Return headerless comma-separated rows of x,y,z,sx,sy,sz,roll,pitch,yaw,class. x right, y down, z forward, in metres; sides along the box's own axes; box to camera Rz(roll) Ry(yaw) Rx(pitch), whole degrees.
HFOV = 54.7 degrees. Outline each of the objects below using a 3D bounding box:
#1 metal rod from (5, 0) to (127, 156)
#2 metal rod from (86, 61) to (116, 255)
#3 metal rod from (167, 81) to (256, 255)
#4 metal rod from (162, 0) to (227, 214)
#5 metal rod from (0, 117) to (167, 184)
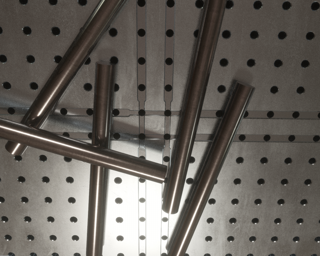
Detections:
-0.107,-0.083,0.381,0.025,0.025,0.299,36,106,-13,metal rod
-0.085,0.059,0.433,0.025,0.025,0.298,6,110,-3,metal rod
0.065,0.079,0.443,0.025,0.025,0.298,16,109,-6,metal rod
0.041,-0.018,0.407,0.025,0.025,0.298,9,110,-4,metal rod
-0.138,0.018,0.390,0.302,0.025,0.025,17,109,-7,metal rod
